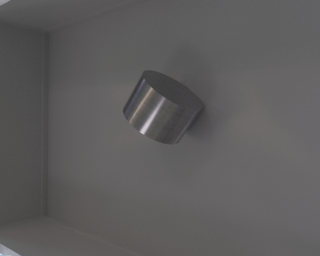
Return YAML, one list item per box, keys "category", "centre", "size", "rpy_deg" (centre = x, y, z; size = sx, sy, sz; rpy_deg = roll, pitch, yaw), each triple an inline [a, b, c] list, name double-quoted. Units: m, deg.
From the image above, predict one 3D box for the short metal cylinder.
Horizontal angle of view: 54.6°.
- category: "short metal cylinder"
  centre: [0.003, -0.026, 0.369]
  size: [0.080, 0.081, 0.050]
  rpy_deg: [47, 118, 30]
